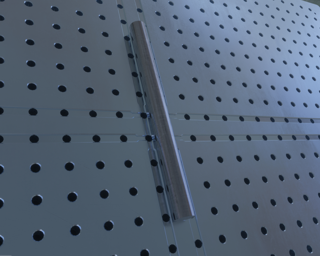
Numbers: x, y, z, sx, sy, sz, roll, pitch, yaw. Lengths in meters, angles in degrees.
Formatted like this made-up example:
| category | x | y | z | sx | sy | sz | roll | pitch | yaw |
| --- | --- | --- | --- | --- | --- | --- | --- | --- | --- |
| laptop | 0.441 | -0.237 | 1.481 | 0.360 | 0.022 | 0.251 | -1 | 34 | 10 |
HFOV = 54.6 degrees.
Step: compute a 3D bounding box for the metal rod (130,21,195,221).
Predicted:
| category | x | y | z | sx | sy | sz | roll | pitch | yaw |
| --- | --- | --- | --- | --- | --- | --- | --- | --- | --- |
| metal rod | -0.003 | -0.027 | 0.422 | 0.025 | 0.025 | 0.299 | 1 | 62 | -28 |
